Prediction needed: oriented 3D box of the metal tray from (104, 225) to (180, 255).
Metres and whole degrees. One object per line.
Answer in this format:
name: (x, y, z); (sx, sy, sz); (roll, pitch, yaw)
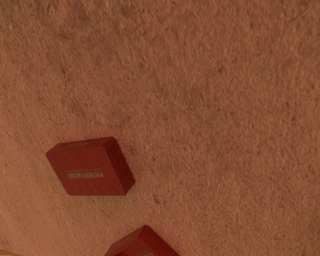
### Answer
metal tray: (-0.035, 0.238, 0.567); (0.090, 0.030, 0.129); (45, 129, -4)

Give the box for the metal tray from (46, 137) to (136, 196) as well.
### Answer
metal tray: (-0.114, 0.065, 0.502); (0.130, 0.030, 0.090); (-8, 115, 31)
